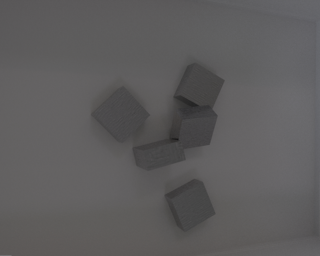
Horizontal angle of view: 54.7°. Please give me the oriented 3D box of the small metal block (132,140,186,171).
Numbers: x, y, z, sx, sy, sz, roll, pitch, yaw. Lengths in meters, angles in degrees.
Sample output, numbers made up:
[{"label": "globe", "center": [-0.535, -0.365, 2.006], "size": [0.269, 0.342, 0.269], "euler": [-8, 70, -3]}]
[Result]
[{"label": "small metal block", "center": [-0.002, 0.033, 0.396], "size": [0.050, 0.050, 0.025], "euler": [-14, 95, -20]}]

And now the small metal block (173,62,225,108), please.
[{"label": "small metal block", "center": [0.054, -0.055, 0.430], "size": [0.050, 0.025, 0.050], "euler": [27, 81, -18]}]

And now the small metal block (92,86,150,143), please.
[{"label": "small metal block", "center": [-0.050, -0.017, 0.392], "size": [0.050, 0.025, 0.050], "euler": [-46, 105, -14]}]

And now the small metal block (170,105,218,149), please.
[{"label": "small metal block", "center": [0.044, -0.001, 0.413], "size": [0.050, 0.025, 0.050], "euler": [-8, 130, -20]}]

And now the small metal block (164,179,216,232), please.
[{"label": "small metal block", "center": [0.041, 0.105, 0.426], "size": [0.050, 0.025, 0.050], "euler": [-25, 98, -18]}]
